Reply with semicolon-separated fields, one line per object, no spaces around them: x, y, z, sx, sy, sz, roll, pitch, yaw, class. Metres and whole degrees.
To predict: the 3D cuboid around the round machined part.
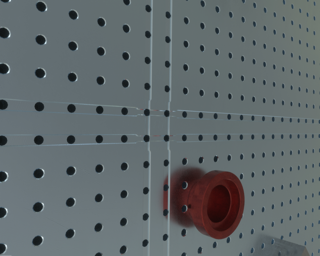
0.081;0.112;0.466;0.099;0.042;0.097;0;90;-40;round machined part

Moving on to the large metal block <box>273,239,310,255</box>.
0.259;0.284;0.610;0.080;0.050;0.080;-47;118;-30;large metal block
